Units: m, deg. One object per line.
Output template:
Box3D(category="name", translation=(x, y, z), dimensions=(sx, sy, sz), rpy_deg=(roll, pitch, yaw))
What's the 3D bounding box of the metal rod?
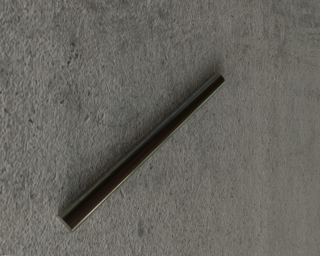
Box3D(category="metal rod", translation=(-0.005, 0.013, 0.402), dimensions=(0.301, 0.025, 0.025), rpy_deg=(-43, 116, -31))
